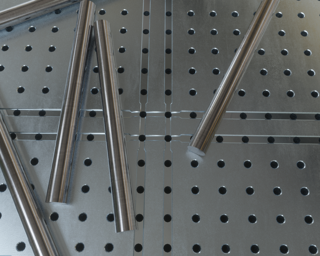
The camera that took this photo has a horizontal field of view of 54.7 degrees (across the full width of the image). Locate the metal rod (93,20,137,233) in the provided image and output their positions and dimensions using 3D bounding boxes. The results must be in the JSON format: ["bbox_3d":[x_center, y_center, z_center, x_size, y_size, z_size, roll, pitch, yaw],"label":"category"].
[{"bbox_3d":[-0.064,-0.016,0.416,0.025,0.025,0.299,-9,70,-4],"label":"metal rod"}]

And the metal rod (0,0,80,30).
[{"bbox_3d":[-0.198,-0.181,0.475,0.302,0.025,0.025,-24,72,-9],"label":"metal rod"}]

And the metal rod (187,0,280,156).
[{"bbox_3d":[0.116,-0.095,0.447,0.025,0.025,0.300,26,72,9],"label":"metal rod"}]

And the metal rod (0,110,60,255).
[{"bbox_3d":[-0.188,0.048,0.391,0.025,0.025,0.299,-27,73,-10],"label":"metal rod"}]

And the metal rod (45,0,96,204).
[{"bbox_3d":[-0.119,-0.049,0.428,0.025,0.025,0.299,3,70,1],"label":"metal rod"}]
